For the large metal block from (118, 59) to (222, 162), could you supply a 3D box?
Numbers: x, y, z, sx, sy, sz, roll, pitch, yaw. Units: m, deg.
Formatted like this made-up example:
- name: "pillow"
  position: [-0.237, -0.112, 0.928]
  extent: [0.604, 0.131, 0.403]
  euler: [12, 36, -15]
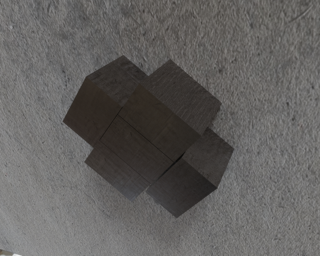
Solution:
- name: "large metal block"
  position: [0.014, -0.023, 0.351]
  extent: [0.080, 0.080, 0.050]
  euler: [41, 129, 0]

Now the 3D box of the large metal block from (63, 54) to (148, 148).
- name: "large metal block"
  position: [-0.063, -0.034, 0.384]
  extent: [0.050, 0.080, 0.080]
  euler: [41, 129, 0]

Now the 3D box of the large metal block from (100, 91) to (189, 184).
- name: "large metal block"
  position: [-0.012, 0.007, 0.382]
  extent: [0.080, 0.080, 0.050]
  euler: [41, 129, 0]

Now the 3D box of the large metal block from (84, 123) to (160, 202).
- name: "large metal block"
  position: [-0.038, 0.036, 0.414]
  extent: [0.080, 0.080, 0.050]
  euler: [41, 129, 0]

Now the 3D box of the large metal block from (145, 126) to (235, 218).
- name: "large metal block"
  position: [0.038, 0.052, 0.384]
  extent: [0.050, 0.080, 0.080]
  euler: [41, 129, 0]
